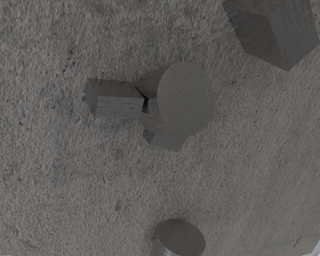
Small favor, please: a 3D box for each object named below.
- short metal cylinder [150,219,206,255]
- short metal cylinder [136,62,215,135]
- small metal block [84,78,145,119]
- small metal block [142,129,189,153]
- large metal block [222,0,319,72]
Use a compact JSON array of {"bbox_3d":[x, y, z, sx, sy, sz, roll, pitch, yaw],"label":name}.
[{"bbox_3d":[0.029,0.197,0.509,0.081,0.080,0.050,2,118,-30],"label":"short metal cylinder"},{"bbox_3d":[0.017,-0.032,0.358,0.081,0.050,0.080,1,88,-34],"label":"short metal cylinder"},{"bbox_3d":[-0.052,-0.033,0.342,0.050,0.050,0.025,0,118,-29],"label":"small metal block"},{"bbox_3d":[0.013,0.001,0.415,0.050,0.025,0.050,19,109,-36],"label":"small metal block"},{"bbox_3d":[0.131,-0.124,0.366,0.050,0.080,0.080,-42,130,0],"label":"large metal block"}]
